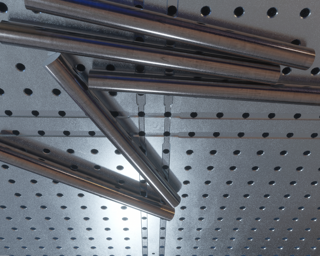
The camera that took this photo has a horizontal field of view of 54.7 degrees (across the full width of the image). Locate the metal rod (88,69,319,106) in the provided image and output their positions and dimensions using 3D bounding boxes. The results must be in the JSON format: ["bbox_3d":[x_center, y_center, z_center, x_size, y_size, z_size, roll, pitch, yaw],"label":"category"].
[{"bbox_3d":[0.069,-0.047,0.372,0.302,0.025,0.025,4,130,-4],"label":"metal rod"}]

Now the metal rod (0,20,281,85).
[{"bbox_3d":[-0.015,-0.081,0.342,0.302,0.025,0.025,7,130,-7],"label":"metal rod"}]

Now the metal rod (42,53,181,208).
[{"bbox_3d":[-0.049,0.023,0.430,0.025,0.025,0.300,-23,127,18],"label":"metal rod"}]

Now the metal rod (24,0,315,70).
[{"bbox_3d":[0.019,-0.103,0.324,0.302,0.025,0.025,10,129,-9],"label":"metal rod"}]

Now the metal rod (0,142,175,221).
[{"bbox_3d":[-0.108,0.089,0.485,0.302,0.025,0.025,26,125,-21],"label":"metal rod"}]
